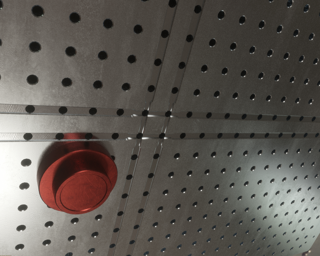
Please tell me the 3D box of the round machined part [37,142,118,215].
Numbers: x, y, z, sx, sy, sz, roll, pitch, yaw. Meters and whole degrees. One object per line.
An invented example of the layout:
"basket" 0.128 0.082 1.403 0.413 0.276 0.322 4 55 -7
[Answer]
"round machined part" -0.100 0.069 0.389 0.099 0.042 0.097 -14 125 -21
